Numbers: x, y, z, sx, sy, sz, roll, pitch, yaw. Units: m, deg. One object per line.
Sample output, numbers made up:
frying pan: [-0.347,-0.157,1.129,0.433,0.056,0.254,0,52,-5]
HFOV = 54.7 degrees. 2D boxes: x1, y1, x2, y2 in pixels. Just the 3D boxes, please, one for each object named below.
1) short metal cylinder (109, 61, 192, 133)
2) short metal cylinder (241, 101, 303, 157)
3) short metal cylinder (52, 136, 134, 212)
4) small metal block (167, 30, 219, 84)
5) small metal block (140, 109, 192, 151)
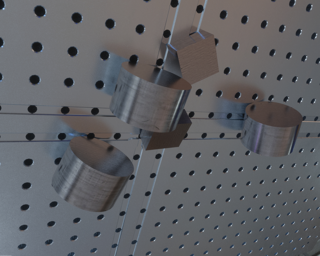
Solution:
short metal cylinder: [-0.011,-0.036,0.347,0.081,0.080,0.050,6,115,-31]
short metal cylinder: [0.166,0.000,0.466,0.081,0.080,0.050,-12,124,-22]
short metal cylinder: [-0.078,0.052,0.365,0.080,0.080,0.050,19,108,-36]
small metal block: [0.042,-0.085,0.381,0.050,0.025,0.050,-26,128,-12]
small metal block: [0.007,0.002,0.406,0.050,0.025,0.050,-4,141,-27]
